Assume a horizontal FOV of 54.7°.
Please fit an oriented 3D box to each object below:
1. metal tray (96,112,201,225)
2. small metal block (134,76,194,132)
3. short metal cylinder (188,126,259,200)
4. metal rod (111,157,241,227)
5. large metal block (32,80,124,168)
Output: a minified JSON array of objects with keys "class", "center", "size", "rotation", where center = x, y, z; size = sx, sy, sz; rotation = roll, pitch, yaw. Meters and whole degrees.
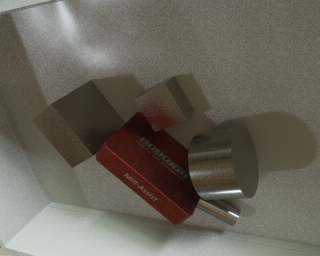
[{"class":"metal tray","center":[-0.004,0.047,0.394],"size":[0.130,0.090,0.030],"rotation":[40,128,1]},{"class":"small metal block","center":[0.005,-0.029,0.384],"size":[0.050,0.025,0.050],"rotation":[-22,107,35]},{"class":"short metal cylinder","center":[0.075,0.041,0.356],"size":[0.050,0.080,0.080],"rotation":[-12,113,34]},{"class":"metal rod","center":[-0.027,0.061,0.457],"size":[0.301,0.025,0.025],"rotation":[25,127,12]},{"class":"large metal block","center":[-0.107,-0.007,0.421],"size":[0.050,0.080,0.080],"rotation":[-29,102,37]}]
